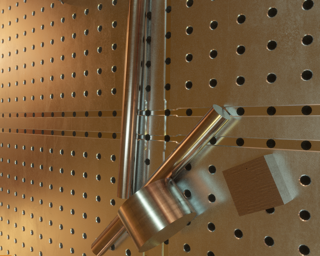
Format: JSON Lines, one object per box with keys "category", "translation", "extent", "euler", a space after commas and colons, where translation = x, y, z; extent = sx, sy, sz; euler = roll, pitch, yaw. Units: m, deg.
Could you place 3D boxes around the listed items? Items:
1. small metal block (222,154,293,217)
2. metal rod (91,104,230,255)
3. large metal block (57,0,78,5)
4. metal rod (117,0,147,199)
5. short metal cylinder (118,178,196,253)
{"category": "small metal block", "translation": [0.101, 0.060, 0.325], "extent": [0.050, 0.025, 0.050], "euler": [-29, 72, 36]}
{"category": "metal rod", "translation": [-0.013, 0.085, 0.418], "extent": [0.298, 0.025, 0.025], "euler": [-51, 60, 27]}
{"category": "large metal block", "translation": [-0.149, -0.265, 0.513], "extent": [0.080, 0.050, 0.080], "euler": [-11, 83, 39]}
{"category": "metal rod", "translation": [-0.040, -0.050, 0.439], "extent": [0.025, 0.025, 0.298], "euler": [6, 94, 39]}
{"category": "short metal cylinder", "translation": [-0.004, 0.105, 0.375], "extent": [0.080, 0.081, 0.050], "euler": [-51, 61, 28]}
